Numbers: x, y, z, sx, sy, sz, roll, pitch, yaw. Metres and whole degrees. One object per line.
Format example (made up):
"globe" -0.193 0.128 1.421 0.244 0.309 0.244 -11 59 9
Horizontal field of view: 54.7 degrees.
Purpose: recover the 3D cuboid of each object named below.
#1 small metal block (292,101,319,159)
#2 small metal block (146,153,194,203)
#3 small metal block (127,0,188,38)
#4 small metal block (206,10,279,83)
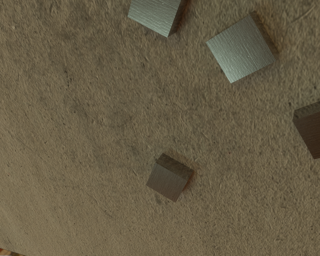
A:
"small metal block" 0.172 -0.001 0.315 0.050 0.025 0.050 -25 105 36
"small metal block" 0.013 0.072 0.444 0.050 0.025 0.050 29 128 9
"small metal block" -0.001 -0.132 0.326 0.050 0.025 0.050 30 128 8
"small metal block" 0.083 -0.081 0.313 0.050 0.025 0.050 -25 105 37
